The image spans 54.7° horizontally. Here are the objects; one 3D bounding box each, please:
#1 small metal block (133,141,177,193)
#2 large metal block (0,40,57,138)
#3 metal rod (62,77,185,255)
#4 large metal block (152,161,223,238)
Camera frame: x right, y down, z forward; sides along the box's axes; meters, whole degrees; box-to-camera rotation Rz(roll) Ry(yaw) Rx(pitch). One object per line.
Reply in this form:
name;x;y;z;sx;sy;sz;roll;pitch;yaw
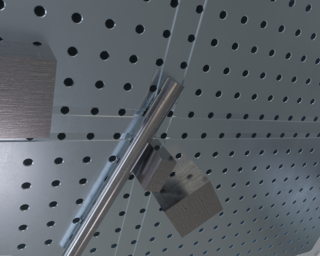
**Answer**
small metal block;-0.010;0.051;0.422;0.025;0.050;0.050;18;109;-35
large metal block;-0.147;-0.037;0.292;0.081;0.050;0.079;0;118;-29
metal rod;-0.056;0.066;0.421;0.025;0.025;0.299;21;107;-36
large metal block;0.044;0.114;0.490;0.080;0.050;0.080;-33;129;-7
